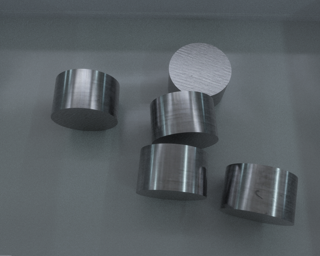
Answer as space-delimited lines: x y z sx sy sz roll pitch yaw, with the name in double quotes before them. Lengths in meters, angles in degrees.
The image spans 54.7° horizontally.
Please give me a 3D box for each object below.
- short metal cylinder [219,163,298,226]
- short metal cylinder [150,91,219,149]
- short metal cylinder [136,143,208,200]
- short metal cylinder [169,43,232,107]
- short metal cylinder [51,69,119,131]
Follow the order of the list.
"short metal cylinder" 0.112 0.077 0.353 0.080 0.080 0.050 12 71 4
"short metal cylinder" 0.029 -0.005 0.382 0.081 0.080 0.050 -3 70 -1
"short metal cylinder" 0.015 0.054 0.361 0.080 0.080 0.050 4 70 1
"short metal cylinder" 0.052 -0.067 0.421 0.081 0.050 0.080 0 70 0
"short metal cylinder" -0.093 -0.033 0.392 0.081 0.080 0.050 0 70 0
